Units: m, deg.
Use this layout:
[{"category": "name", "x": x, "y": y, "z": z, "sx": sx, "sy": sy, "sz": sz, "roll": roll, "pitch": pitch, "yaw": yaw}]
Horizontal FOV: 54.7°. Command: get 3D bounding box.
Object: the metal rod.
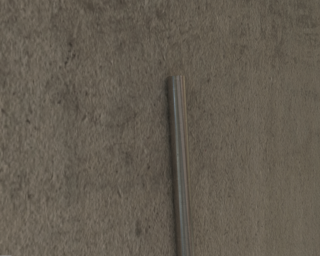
[{"category": "metal rod", "x": 0.031, "y": 0.078, "z": 0.432, "sx": 0.025, "sy": 0.025, "sz": 0.298, "roll": -6, "pitch": 94, "yaw": -40}]
